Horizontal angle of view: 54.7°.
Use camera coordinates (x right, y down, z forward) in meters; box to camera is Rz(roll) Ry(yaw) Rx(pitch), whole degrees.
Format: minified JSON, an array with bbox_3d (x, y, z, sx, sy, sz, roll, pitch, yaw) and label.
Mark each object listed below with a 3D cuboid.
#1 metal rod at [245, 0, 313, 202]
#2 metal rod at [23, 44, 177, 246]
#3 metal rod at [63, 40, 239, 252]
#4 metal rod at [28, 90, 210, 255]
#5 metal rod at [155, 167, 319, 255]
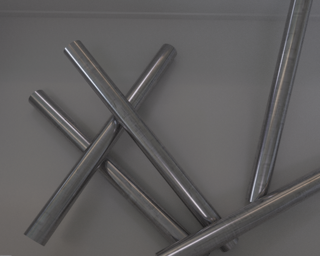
[{"bbox_3d":[0.150,-0.055,0.378,0.025,0.025,0.298,13,90,4],"label":"metal rod"},{"bbox_3d":[-0.058,0.002,0.386,0.025,0.025,0.300,28,64,9],"label":"metal rod"},{"bbox_3d":[-0.012,0.019,0.367,0.025,0.025,0.300,-38,88,-13],"label":"metal rod"},{"bbox_3d":[-0.060,0.055,0.389,0.300,0.025,0.025,42,75,13],"label":"metal rod"},{"bbox_3d":[0.135,0.086,0.357,0.302,0.025,0.025,-22,71,-16],"label":"metal rod"}]
